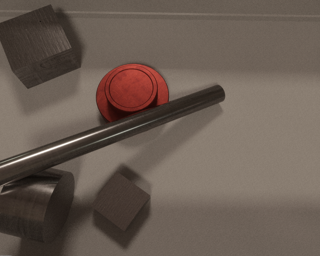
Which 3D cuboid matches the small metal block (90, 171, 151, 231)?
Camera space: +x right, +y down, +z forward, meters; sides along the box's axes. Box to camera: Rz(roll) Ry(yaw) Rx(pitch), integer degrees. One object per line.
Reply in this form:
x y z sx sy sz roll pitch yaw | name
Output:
-0.047 0.089 0.376 0.050 0.025 0.050 34 73 11 | small metal block

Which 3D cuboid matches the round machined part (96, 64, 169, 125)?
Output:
-0.037 -0.045 0.417 0.099 0.042 0.098 0 70 -1 | round machined part

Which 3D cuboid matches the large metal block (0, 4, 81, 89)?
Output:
-0.170 -0.114 0.436 0.080 0.050 0.080 -25 72 -9 | large metal block

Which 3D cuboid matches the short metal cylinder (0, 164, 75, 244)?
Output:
-0.136 0.083 0.348 0.050 0.080 0.080 12 71 4 | short metal cylinder

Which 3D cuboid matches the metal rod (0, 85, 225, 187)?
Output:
-0.046 0.002 0.365 0.302 0.025 0.025 -21 71 -25 | metal rod
